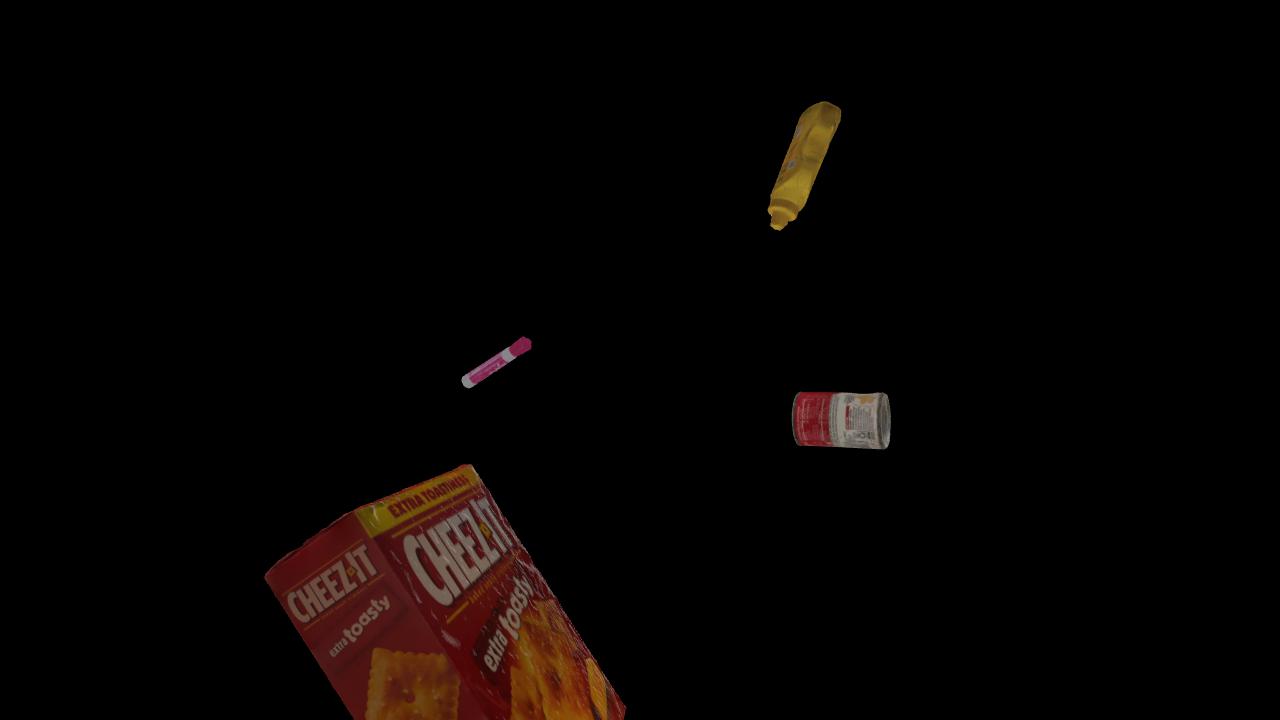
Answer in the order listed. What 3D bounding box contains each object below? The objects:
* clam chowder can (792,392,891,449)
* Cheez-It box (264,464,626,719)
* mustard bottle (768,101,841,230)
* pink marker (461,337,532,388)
[{"bbox_3d":[0.242,0.072,0.737,0.102,0.068,0.068,-1,-1,32],"label":"clam chowder can"},{"bbox_3d":[-0.102,0.184,0.388,0.071,0.223,0.166,-35,-4,3],"label":"Cheez-It box"},{"bbox_3d":[0.226,-0.268,0.880,0.054,0.184,0.092,25,-9,-11],"label":"mustard bottle"},{"bbox_3d":[-0.184,0.003,0.790,0.121,0.020,0.020,-30,-15,28],"label":"pink marker"}]
